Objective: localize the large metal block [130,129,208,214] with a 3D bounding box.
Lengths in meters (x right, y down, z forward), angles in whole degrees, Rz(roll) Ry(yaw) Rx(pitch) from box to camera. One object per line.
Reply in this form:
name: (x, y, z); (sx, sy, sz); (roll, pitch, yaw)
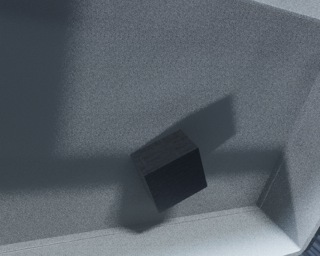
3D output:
large metal block: (0.014, 0.061, 0.440); (0.080, 0.050, 0.080); (-27, 128, -12)
